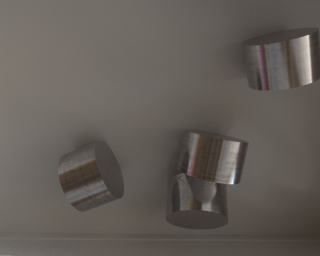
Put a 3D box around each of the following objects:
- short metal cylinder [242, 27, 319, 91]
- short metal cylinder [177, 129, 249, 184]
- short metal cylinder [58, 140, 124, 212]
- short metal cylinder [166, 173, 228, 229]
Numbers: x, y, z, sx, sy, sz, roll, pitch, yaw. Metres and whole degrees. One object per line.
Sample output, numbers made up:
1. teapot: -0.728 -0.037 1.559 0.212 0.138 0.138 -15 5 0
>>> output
1. short metal cylinder: 0.138 -0.080 0.354 0.080 0.080 0.050 -13 110 4
2. short metal cylinder: 0.066 0.034 0.389 0.081 0.080 0.050 10 95 -4
3. short metal cylinder: -0.087 0.062 0.404 0.050 0.080 0.080 -22 109 8
4. short metal cylinder: 0.050 0.099 0.415 0.080 0.050 0.080 3 146 2
